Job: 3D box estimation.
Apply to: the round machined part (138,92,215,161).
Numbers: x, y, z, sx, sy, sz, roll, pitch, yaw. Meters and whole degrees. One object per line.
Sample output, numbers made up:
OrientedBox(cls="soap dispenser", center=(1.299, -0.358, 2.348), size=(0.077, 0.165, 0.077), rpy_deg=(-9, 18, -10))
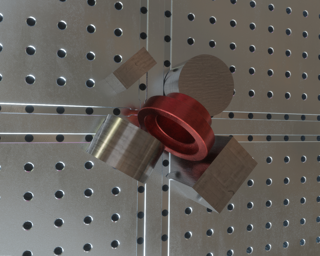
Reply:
OrientedBox(cls="round machined part", center=(0.024, -0.006, 0.384), size=(0.098, 0.098, 0.042), rpy_deg=(43, 64, -16))

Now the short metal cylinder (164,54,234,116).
OrientedBox(cls="short metal cylinder", center=(0.052, -0.055, 0.419), size=(0.081, 0.050, 0.079), rpy_deg=(0, 90, -21))

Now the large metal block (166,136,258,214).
OrientedBox(cls="large metal block", center=(0.066, 0.056, 0.410), size=(0.050, 0.080, 0.080), rpy_deg=(45, 76, -15))

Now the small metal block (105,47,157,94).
OrientedBox(cls="small metal block", center=(-0.037, -0.071, 0.386), size=(0.050, 0.050, 0.025), rpy_deg=(-44, 104, -15))

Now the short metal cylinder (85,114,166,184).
OrientedBox(cls="short metal cylinder", center=(-0.040, 0.026, 0.369), size=(0.080, 0.080, 0.050), rpy_deg=(33, 79, -18))
